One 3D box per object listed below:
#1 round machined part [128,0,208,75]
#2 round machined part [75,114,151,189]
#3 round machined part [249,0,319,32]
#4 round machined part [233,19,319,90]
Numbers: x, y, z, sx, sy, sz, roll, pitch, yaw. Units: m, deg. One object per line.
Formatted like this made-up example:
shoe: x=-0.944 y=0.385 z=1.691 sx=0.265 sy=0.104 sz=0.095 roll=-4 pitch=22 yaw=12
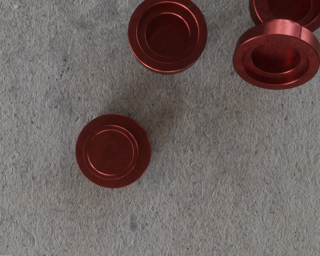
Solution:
round machined part: x=0.010 y=-0.117 z=0.401 sx=0.099 sy=0.042 sz=0.097 roll=0 pitch=90 yaw=0
round machined part: x=-0.061 y=0.030 z=0.401 sx=0.099 sy=0.042 sz=0.097 roll=0 pitch=90 yaw=0
round machined part: x=0.164 y=-0.161 z=0.402 sx=0.099 sy=0.042 sz=0.097 roll=0 pitch=90 yaw=0
round machined part: x=0.143 y=-0.093 z=0.380 sx=0.098 sy=0.098 sz=0.042 roll=19 pitch=64 yaw=0
